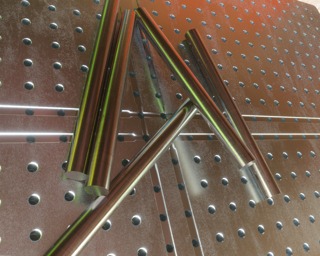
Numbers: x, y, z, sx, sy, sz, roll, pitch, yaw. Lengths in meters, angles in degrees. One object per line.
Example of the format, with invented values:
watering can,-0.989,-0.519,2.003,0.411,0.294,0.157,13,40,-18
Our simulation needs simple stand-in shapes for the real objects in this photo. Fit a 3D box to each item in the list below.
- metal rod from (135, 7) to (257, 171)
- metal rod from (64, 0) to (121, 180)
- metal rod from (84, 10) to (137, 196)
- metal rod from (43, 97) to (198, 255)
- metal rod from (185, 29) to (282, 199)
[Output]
metal rod,0.038,-0.070,0.446,0.025,0.025,0.299,-14,61,-34
metal rod,-0.082,-0.075,0.410,0.025,0.025,0.300,16,55,-19
metal rod,-0.057,-0.057,0.402,0.025,0.025,0.300,18,51,-18
metal rod,-0.024,0.045,0.369,0.025,0.025,0.301,42,51,0
metal rod,0.108,-0.034,0.488,0.025,0.025,0.299,-9,66,-32
